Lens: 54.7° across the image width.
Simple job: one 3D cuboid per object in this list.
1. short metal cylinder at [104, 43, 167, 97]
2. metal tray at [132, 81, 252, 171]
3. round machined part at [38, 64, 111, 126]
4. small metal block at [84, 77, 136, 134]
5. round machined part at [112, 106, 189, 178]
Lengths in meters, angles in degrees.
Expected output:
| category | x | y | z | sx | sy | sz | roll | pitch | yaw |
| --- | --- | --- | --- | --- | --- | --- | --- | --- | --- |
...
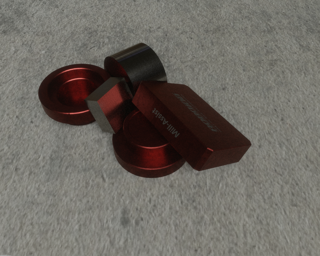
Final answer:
| category | x | y | z | sx | sy | sz | roll | pitch | yaw |
| --- | --- | --- | --- | --- | --- | --- | --- | --- | --- |
| short metal cylinder | -0.034 | -0.071 | 0.429 | 0.050 | 0.080 | 0.080 | -31 | 57 | -23 |
| metal tray | 0.037 | -0.008 | 0.380 | 0.091 | 0.030 | 0.130 | -4 | 41 | -46 |
| round machined part | -0.111 | -0.041 | 0.427 | 0.099 | 0.042 | 0.098 | 0 | 50 | 0 |
| small metal block | -0.059 | -0.029 | 0.389 | 0.025 | 0.050 | 0.050 | 9 | 45 | 39 |
| round machined part | -0.010 | 0.010 | 0.385 | 0.099 | 0.042 | 0.098 | 0 | 50 | 0 |
